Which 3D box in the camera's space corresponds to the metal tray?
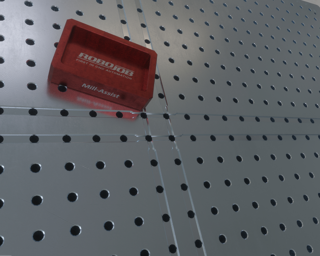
[{"bbox_3d":[-0.072,-0.085,0.417,0.131,0.030,0.090,17,55,-18],"label":"metal tray"}]
